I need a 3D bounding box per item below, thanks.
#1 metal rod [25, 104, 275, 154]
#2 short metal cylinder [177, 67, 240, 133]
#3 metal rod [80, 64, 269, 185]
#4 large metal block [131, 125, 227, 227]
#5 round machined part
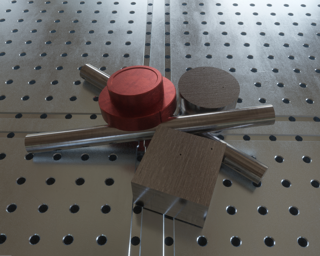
[{"bbox_3d":[-0.014,0.002,0.382,0.302,0.025,0.025,-7,50,3],"label":"metal rod"},{"bbox_3d":[0.064,-0.039,0.424,0.081,0.050,0.080,0,50,0],"label":"short metal cylinder"},{"bbox_3d":[0.003,-0.016,0.421,0.300,0.025,0.025,31,57,23],"label":"metal rod"},{"bbox_3d":[0.022,0.052,0.345,0.080,0.050,0.080,16,52,12],"label":"large metal block"},{"bbox_3d":[-0.029,-0.044,0.389,0.099,0.042,0.098,-4,41,4],"label":"round machined part"}]
